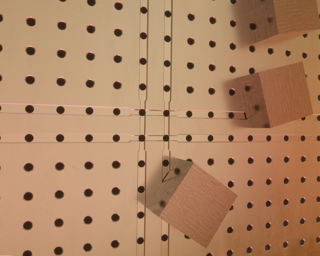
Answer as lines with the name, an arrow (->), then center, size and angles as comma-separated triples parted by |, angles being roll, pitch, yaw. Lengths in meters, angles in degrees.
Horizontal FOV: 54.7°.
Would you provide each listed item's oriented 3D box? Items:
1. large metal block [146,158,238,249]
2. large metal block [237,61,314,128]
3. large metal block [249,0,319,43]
large metal block -> 0.043, 0.099, 0.417 | 0.080, 0.050, 0.080 | 38, 78, -17
large metal block -> 0.173, -0.049, 0.465 | 0.081, 0.050, 0.080 | -16, 96, -20
large metal block -> 0.188, -0.180, 0.470 | 0.081, 0.050, 0.079 | -13, 95, -20
